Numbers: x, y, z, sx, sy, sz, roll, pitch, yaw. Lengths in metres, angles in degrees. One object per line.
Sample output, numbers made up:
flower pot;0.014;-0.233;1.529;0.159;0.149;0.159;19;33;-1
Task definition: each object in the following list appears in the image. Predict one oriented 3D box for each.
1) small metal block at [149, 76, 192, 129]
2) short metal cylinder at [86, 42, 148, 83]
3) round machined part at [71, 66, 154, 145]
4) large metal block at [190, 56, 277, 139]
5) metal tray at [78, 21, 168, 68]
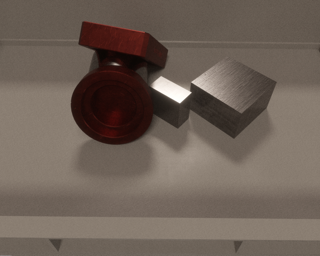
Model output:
small metal block;0.013;-0.034;0.418;0.050;0.050;0.025;32;57;23
short metal cylinder;-0.058;-0.071;0.429;0.081;0.080;0.050;1;50;0
round machined part;-0.057;-0.031;0.388;0.099;0.097;0.042;2;28;1
large metal block;0.098;-0.045;0.428;0.080;0.050;0.080;37;59;26
metal tray;-0.046;-0.116;0.446;0.090;0.030;0.130;14;8;11
